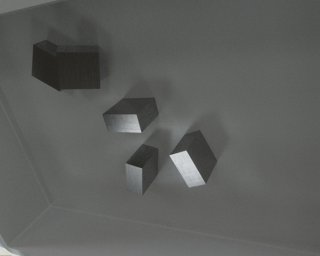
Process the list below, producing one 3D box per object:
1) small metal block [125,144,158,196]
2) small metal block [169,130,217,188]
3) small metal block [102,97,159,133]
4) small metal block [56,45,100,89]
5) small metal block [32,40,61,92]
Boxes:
[{"bbox_3d":[-0.025,0.059,0.442,0.025,0.050,0.050,15,125,20],"label":"small metal block"},{"bbox_3d":[0.044,0.038,0.393,0.025,0.050,0.050,-20,108,36],"label":"small metal block"},{"bbox_3d":[-0.037,-0.018,0.401,0.050,0.050,0.025,1,119,27],"label":"small metal block"},{"bbox_3d":[-0.104,-0.078,0.400,0.050,0.025,0.050,-2,124,-9],"label":"small metal block"},{"bbox_3d":[-0.150,-0.087,0.434,0.050,0.025,0.050,29,128,9],"label":"small metal block"}]
